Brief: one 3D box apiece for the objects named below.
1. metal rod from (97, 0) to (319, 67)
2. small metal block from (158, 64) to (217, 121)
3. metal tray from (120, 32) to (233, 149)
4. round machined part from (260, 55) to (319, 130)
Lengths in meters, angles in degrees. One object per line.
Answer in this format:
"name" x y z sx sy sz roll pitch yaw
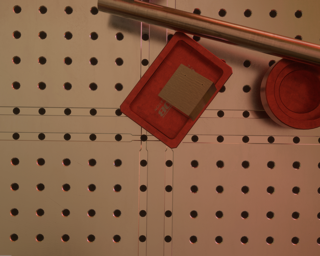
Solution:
"metal rod" 0.071 -0.120 0.380 0.301 0.025 0.025 16 90 4
"small metal block" 0.035 -0.045 0.391 0.050 0.025 0.050 36 90 24
"metal tray" 0.021 -0.049 0.410 0.090 0.030 0.130 37 90 0
"round machined part" 0.180 -0.047 0.406 0.099 0.042 0.097 0 90 0
